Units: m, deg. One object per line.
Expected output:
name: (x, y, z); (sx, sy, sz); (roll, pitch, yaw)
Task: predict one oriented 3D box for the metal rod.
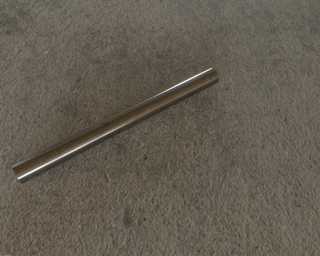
metal rod: (-0.042, -0.013, 0.413); (0.302, 0.025, 0.025); (-28, 56, -22)
